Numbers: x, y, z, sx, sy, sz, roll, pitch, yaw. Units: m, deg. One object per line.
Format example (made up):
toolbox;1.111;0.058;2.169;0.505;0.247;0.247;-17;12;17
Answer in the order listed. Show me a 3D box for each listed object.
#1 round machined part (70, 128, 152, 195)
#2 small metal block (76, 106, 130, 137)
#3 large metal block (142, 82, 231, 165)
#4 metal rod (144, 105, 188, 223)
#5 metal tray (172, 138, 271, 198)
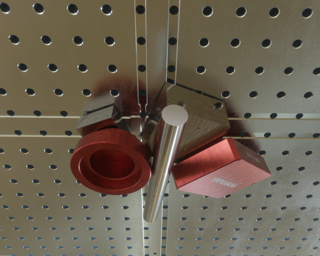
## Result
round machined part;-0.059;0.039;0.392;0.099;0.042;0.097;2;131;2
small metal block;-0.074;0.004;0.410;0.050;0.025;0.050;-17;128;14
large metal block;0.029;-0.001;0.391;0.081;0.050;0.079;18;128;-15
metal rod;-0.001;0.070;0.414;0.025;0.025;0.298;5;146;-4
metal tray;0.087;0.060;0.423;0.090;0.030;0.131;-31;149;24
